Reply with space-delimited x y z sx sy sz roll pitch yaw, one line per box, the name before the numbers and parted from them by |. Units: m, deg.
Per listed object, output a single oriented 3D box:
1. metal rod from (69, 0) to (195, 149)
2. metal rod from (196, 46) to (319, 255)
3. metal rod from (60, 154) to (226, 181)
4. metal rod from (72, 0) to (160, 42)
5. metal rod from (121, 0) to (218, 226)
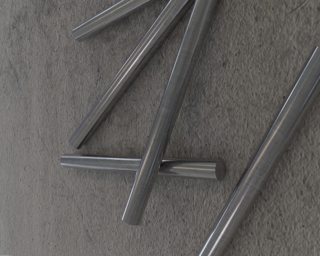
metal rod | -0.054 -0.070 0.449 0.299 0.025 0.025 -47 62 29
metal rod | 0.095 0.061 0.326 0.025 0.025 0.298 36 112 34
metal rod | -0.047 0.052 0.443 0.300 0.025 0.025 -2 89 40
metal rod | -0.021 -0.178 0.422 0.300 0.025 0.025 -11 83 39
metal rod | 0.012 -0.024 0.373 0.025 0.025 0.298 24 98 37
